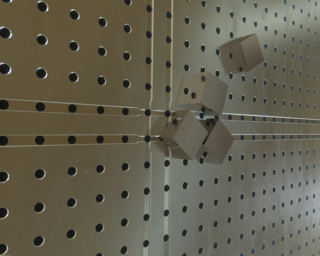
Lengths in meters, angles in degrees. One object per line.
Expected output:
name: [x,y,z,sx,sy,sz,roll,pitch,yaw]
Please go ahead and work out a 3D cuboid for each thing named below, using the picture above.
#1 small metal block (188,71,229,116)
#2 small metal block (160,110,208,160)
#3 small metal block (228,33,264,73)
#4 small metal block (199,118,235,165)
small metal block: [0.074,-0.051,0.470,0.050,0.025,0.050,25,75,-37]
small metal block: [0.035,0.010,0.437,0.050,0.025,0.050,47,62,-30]
small metal block: [0.148,-0.128,0.531,0.050,0.025,0.050,-35,112,-34]
small metal block: [0.083,0.020,0.477,0.050,0.025,0.050,48,62,-30]
